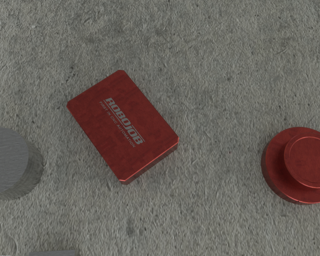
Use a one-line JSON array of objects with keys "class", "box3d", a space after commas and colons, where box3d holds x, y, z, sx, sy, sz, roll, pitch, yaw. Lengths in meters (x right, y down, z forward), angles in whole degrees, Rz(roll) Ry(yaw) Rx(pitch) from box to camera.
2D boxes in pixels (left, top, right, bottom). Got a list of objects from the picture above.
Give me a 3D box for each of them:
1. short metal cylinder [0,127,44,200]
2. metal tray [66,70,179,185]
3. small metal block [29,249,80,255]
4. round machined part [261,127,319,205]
[{"class": "short metal cylinder", "box3d": [-0.191, 0.045, 0.377, 0.081, 0.050, 0.080, 0, 70, 0]}, {"class": "metal tray", "box3d": [-0.049, -0.003, 0.406, 0.090, 0.030, 0.130, -35, 74, -12]}, {"class": "small metal block", "box3d": [-0.119, 0.164, 0.347, 0.050, 0.025, 0.050, -3, 70, -1]}, {"class": "round machined part", "box3d": [0.181, 0.044, 0.385, 0.099, 0.042, 0.098, 0, 70, 0]}]
